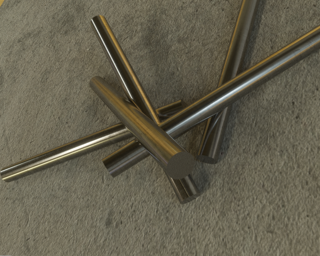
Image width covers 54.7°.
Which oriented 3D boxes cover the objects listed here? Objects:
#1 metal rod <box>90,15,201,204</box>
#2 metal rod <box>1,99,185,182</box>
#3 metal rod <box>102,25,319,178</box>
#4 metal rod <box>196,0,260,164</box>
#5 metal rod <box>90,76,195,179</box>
[{"bbox_3d":[-0.030,-0.041,0.404,0.025,0.025,0.299,-32,64,8],"label":"metal rod"},{"bbox_3d":[-0.103,0.023,0.444,0.301,0.025,0.025,-20,54,16],"label":"metal rod"},{"bbox_3d":[0.070,-0.034,0.355,0.301,0.025,0.025,-32,51,-6],"label":"metal rod"},{"bbox_3d":[0.100,-0.095,0.409,0.025,0.025,0.300,6,64,31],"label":"metal rod"},{"bbox_3d":[-0.043,-0.021,0.377,0.025,0.025,0.300,-45,32,-3],"label":"metal rod"}]
